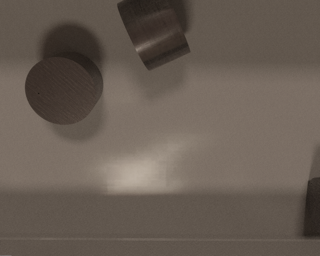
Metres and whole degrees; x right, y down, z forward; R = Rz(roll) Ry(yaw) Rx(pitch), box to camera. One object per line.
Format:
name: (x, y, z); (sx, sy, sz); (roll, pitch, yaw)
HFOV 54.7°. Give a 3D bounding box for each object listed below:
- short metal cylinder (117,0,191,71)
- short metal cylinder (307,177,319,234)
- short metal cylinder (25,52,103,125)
short metal cylinder: (-0.006, -0.110, 0.341); (0.050, 0.080, 0.080); (-24, 109, 8)
short metal cylinder: (0.245, 0.107, 0.425); (0.050, 0.080, 0.079); (-4, 110, 1)
short metal cylinder: (-0.114, -0.050, 0.378); (0.081, 0.050, 0.079); (0, 110, -1)
